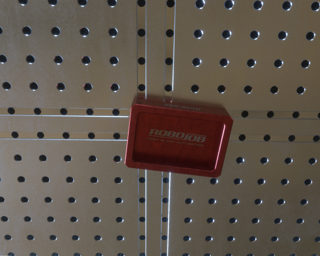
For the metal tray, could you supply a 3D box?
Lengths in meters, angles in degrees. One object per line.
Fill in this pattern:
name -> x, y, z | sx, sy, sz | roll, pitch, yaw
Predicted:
metal tray -> 0.023, 0.014, 0.416 | 0.131, 0.030, 0.089 | 7, 110, -3
